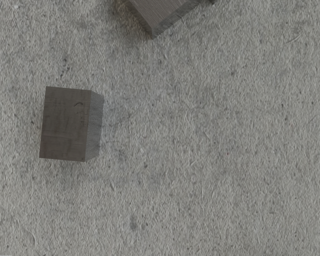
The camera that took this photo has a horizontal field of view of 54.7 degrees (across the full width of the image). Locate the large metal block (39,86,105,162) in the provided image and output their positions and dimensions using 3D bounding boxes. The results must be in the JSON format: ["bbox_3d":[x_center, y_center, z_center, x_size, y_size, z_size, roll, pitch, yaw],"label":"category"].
[{"bbox_3d":[-0.104,-0.005,0.382,0.050,0.080,0.080,5,90,0],"label":"large metal block"}]

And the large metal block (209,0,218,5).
[{"bbox_3d":[0.082,-0.214,0.383,0.050,0.080,0.080,43,90,0],"label":"large metal block"}]

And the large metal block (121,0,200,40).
[{"bbox_3d":[-0.003,-0.176,0.397,0.080,0.050,0.080,-38,90,0],"label":"large metal block"}]
